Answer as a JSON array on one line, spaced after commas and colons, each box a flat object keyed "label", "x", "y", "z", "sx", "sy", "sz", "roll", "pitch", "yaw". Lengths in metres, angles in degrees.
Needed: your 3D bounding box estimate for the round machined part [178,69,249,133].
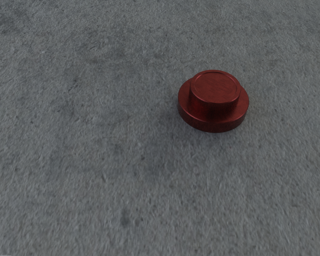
[{"label": "round machined part", "x": 0.075, "y": -0.044, "z": 0.430, "sx": 0.099, "sy": 0.042, "sz": 0.098, "roll": 0, "pitch": 50, "yaw": 0}]
